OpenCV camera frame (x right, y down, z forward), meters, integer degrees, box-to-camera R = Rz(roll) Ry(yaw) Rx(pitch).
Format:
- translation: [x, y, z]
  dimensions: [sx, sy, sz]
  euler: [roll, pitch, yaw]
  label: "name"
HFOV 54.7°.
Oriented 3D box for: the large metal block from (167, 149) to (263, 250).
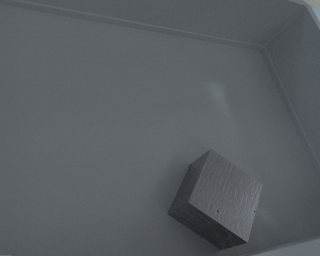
- translation: [0.068, 0.086, 0.375]
  dimensions: [0.080, 0.050, 0.080]
  euler: [35, 51, -5]
  label: "large metal block"
